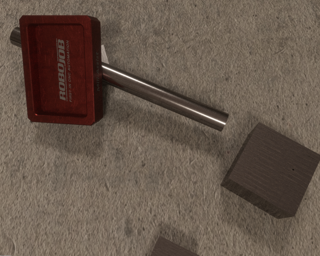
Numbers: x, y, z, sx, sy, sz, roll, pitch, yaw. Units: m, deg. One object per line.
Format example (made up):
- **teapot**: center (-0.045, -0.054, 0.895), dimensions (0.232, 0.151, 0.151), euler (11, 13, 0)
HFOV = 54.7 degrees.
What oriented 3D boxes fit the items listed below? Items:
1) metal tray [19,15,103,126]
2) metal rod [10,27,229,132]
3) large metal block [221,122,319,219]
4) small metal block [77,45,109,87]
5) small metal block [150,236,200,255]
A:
- **metal tray**: center (-0.121, -0.071, 0.387), dimensions (0.090, 0.030, 0.129), euler (4, 104, 10)
- **metal rod**: center (-0.055, -0.065, 0.406), dimensions (0.301, 0.025, 0.025), euler (23, 72, 4)
- **large metal block**: center (0.132, 0.053, 0.377), dimensions (0.080, 0.050, 0.080), euler (30, 73, 10)
- **small metal block**: center (-0.097, -0.084, 0.438), dimensions (0.050, 0.025, 0.050), euler (-15, 71, -6)
- **small metal block**: center (0.011, 0.157, 0.351), dimensions (0.050, 0.025, 0.050), euler (24, 72, 8)
